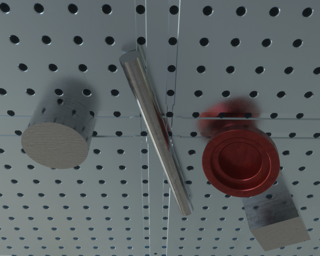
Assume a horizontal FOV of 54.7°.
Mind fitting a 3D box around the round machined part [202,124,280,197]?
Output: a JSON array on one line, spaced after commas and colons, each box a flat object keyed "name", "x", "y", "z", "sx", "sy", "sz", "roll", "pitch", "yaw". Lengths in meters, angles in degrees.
[{"name": "round machined part", "x": 0.109, "y": 0.041, "z": 0.420, "sx": 0.098, "sy": 0.042, "sz": 0.097, "roll": 6, "pitch": 111, "yaw": 15}]

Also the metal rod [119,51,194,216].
[{"name": "metal rod", "x": 0.006, "y": 0.030, "z": 0.437, "sx": 0.025, "sy": 0.025, "sz": 0.299, "roll": -12, "pitch": 129, "yaw": 10}]

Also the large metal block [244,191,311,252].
[{"name": "large metal block", "x": 0.202, "y": 0.163, "z": 0.536, "sx": 0.080, "sy": 0.050, "sz": 0.080, "roll": -24, "pitch": 127, "yaw": 18}]

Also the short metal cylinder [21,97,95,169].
[{"name": "short metal cylinder", "x": -0.129, "y": 0.008, "z": 0.400, "sx": 0.081, "sy": 0.050, "sz": 0.079, "roll": 0, "pitch": 130, "yaw": 0}]

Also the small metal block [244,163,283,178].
[{"name": "small metal block", "x": 0.146, "y": 0.060, "z": 0.464, "sx": 0.050, "sy": 0.025, "sz": 0.050, "roll": -33, "pitch": 123, "yaw": 25}]
